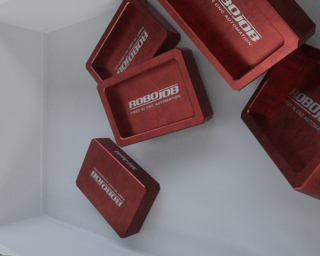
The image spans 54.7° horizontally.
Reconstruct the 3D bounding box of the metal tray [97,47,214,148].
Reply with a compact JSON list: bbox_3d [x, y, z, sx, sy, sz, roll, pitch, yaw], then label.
[{"bbox_3d":[-0.010,-0.035,0.386,0.130,0.030,0.090,-17,93,31],"label":"metal tray"}]

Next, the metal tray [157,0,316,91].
[{"bbox_3d":[0.062,-0.107,0.283,0.130,0.030,0.090,50,151,1],"label":"metal tray"}]

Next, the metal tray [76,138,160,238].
[{"bbox_3d":[-0.067,0.084,0.459,0.130,0.030,0.089,37,113,33],"label":"metal tray"}]

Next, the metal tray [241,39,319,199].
[{"bbox_3d":[0.120,-0.015,0.254,0.089,0.030,0.130,-62,16,22],"label":"metal tray"}]

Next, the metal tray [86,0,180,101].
[{"bbox_3d":[-0.042,-0.105,0.431,0.090,0.030,0.129,51,120,20],"label":"metal tray"}]
